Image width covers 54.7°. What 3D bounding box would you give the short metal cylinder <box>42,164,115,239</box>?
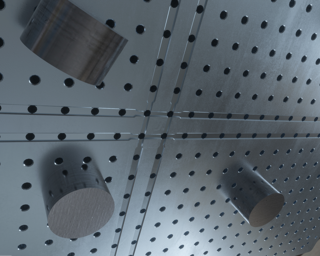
[{"bbox_3d":[-0.104,0.093,0.395,0.081,0.050,0.079,-14,124,-21],"label":"short metal cylinder"}]

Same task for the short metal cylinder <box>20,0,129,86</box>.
[{"bbox_3d":[-0.076,-0.082,0.283,0.080,0.080,0.050,26,104,-37],"label":"short metal cylinder"}]

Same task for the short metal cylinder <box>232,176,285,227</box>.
[{"bbox_3d":[0.183,0.138,0.580,0.081,0.050,0.079,-14,124,-21],"label":"short metal cylinder"}]
